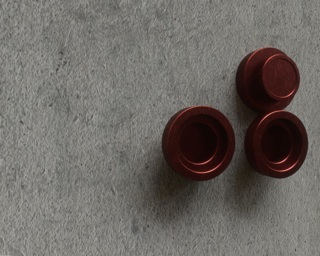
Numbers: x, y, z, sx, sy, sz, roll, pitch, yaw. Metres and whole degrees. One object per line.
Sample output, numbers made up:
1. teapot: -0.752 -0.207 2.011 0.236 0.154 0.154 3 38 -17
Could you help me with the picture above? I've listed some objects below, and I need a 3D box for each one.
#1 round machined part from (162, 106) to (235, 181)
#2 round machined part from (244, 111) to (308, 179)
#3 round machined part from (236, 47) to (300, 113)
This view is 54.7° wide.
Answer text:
1. round machined part: 0.048 0.020 0.418 0.099 0.042 0.097 0 90 -20
2. round machined part: 0.166 0.023 0.461 0.099 0.042 0.097 0 91 -20
3. round machined part: 0.167 -0.072 0.461 0.099 0.042 0.097 0 90 -20
